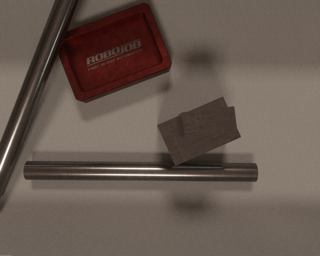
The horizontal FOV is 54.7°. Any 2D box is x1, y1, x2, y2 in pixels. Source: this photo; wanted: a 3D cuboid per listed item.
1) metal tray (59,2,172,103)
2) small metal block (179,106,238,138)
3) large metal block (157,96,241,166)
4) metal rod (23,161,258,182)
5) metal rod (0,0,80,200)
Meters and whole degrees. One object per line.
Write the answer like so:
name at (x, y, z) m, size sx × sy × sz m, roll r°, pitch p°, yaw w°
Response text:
metal tray at (-0.060, -0.097, 0.407) m, size 0.131 × 0.030 × 0.090 m, roll -21°, pitch 90°, yaw -1°
small metal block at (0.047, -0.006, 0.320) m, size 0.050 × 0.050 × 0.025 m, roll -7°, pitch 90°, yaw -1°
large metal block at (0.043, 0.003, 0.385) m, size 0.080 × 0.080 × 0.050 m, roll -24°, pitch 90°, yaw 0°
metal rod at (-0.024, 0.058, 0.411) m, size 0.302 × 0.025 × 0.025 m, roll 1°, pitch 90°, yaw -1°
metal rod at (-0.163, -0.042, 0.388) m, size 0.025 × 0.025 × 0.298 m, roll 25°, pitch 98°, yaw -1°
